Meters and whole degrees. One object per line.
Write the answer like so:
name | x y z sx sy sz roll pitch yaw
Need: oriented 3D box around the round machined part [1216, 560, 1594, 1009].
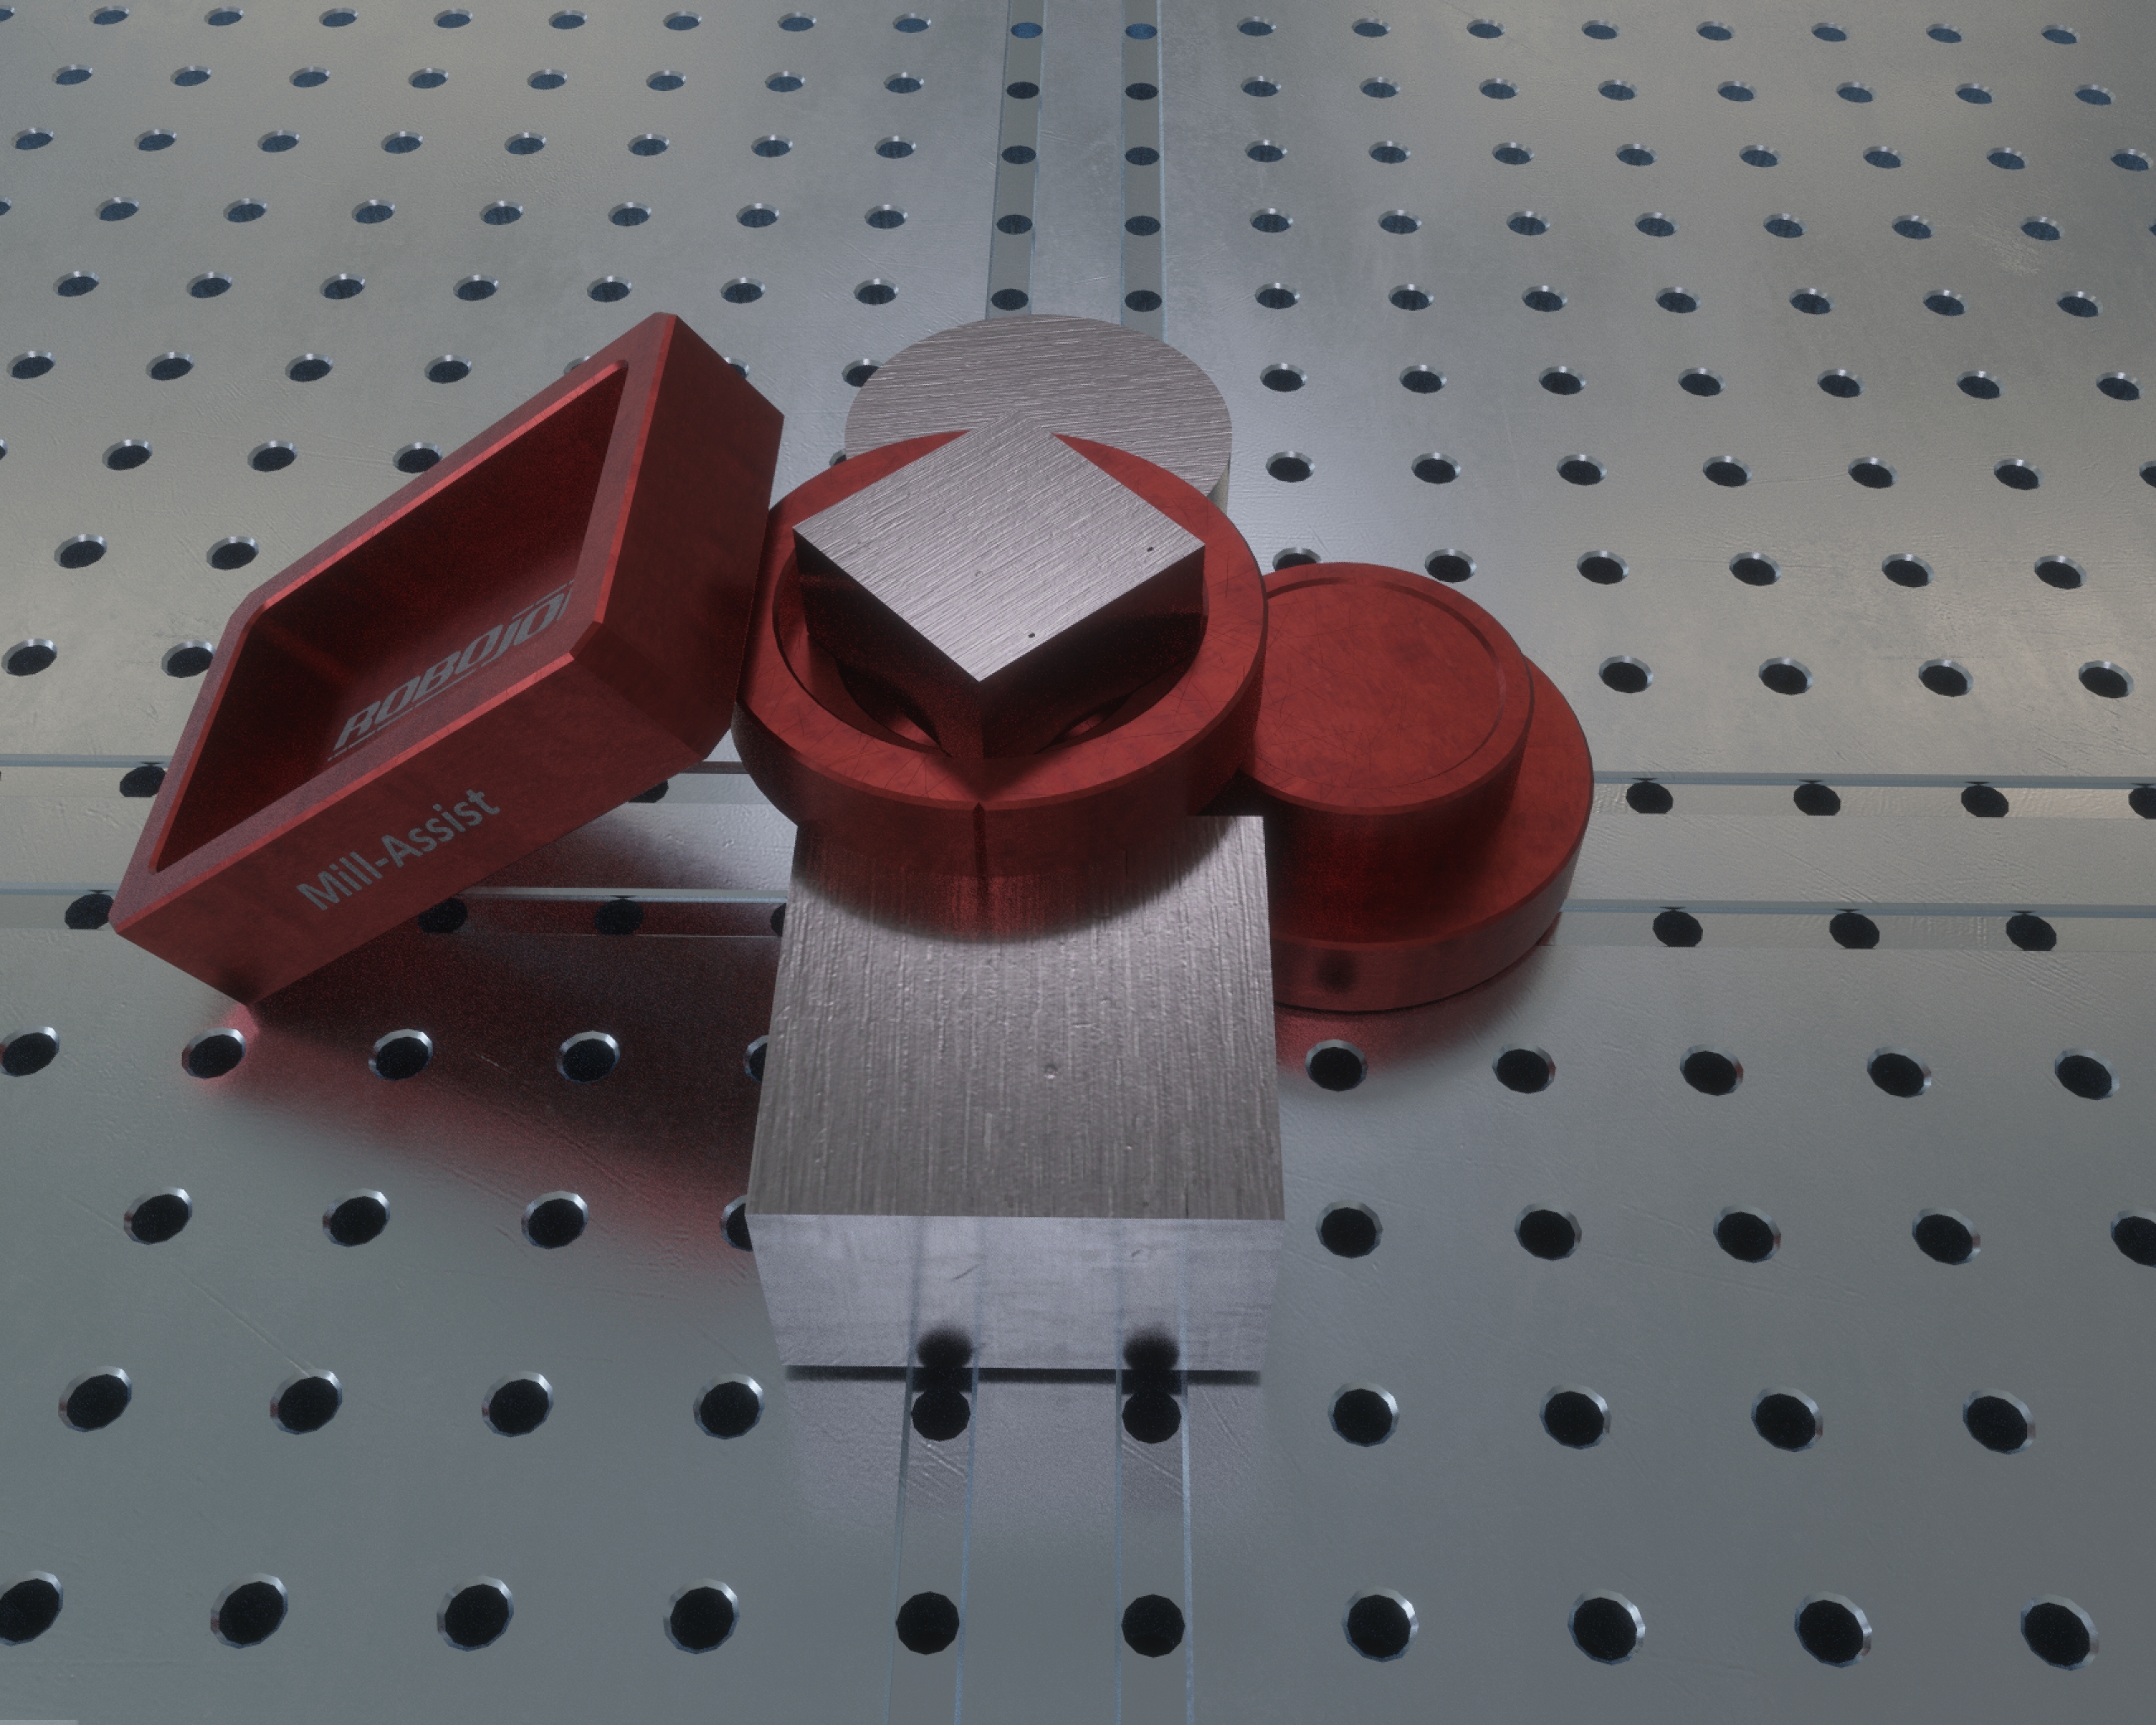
round machined part | 0.053 -0.022 0.414 0.099 0.042 0.098 0 50 0

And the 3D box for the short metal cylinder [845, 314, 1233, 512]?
short metal cylinder | -0.008 -0.074 0.453 0.080 0.050 0.080 0 50 0

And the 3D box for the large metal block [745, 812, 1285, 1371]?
large metal block | -0.009 0.038 0.355 0.080 0.050 0.080 1 50 0

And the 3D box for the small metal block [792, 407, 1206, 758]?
small metal block | -0.014 -0.048 0.368 0.050 0.025 0.050 -34 58 -25

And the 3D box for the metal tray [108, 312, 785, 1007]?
metal tray | -0.117 -0.036 0.387 0.130 0.030 0.090 -25 43 28

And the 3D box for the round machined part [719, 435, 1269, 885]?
round machined part | -0.015 -0.033 0.386 0.099 0.042 0.098 0 50 0
